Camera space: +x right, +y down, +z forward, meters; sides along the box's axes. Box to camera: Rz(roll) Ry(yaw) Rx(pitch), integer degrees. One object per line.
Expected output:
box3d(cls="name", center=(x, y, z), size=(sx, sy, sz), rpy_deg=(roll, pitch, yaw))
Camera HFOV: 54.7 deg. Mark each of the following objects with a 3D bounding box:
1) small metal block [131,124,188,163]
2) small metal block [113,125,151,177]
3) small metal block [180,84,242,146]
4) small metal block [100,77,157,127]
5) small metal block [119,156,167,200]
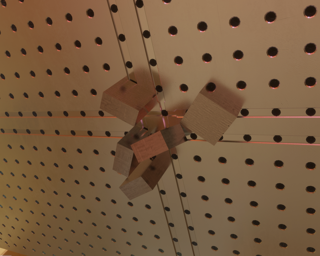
box3d(cls="small metal block", center=(0.000, 0.019, 0.401), size=(0.050, 0.050, 0.025), rpy_deg=(-27, 86, 33))
box3d(cls="small metal block", center=(-0.039, 0.032, 0.434), size=(0.025, 0.050, 0.050), rpy_deg=(25, 128, 13))
box3d(cls="small metal block", center=(0.060, -0.015, 0.370), size=(0.050, 0.025, 0.050), rpy_deg=(34, 129, 5))
box3d(cls="small metal block", center=(-0.039, -0.034, 0.393), size=(0.050, 0.050, 0.025), rpy_deg=(28, 128, 10))
box3d(cls="small metal block", center=(-0.024, 0.073, 0.451), size=(0.050, 0.050, 0.025), rpy_deg=(-32, 101, 38))
